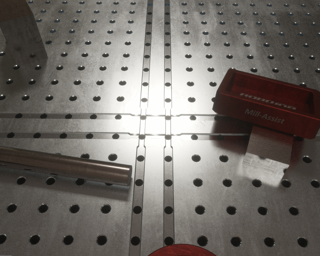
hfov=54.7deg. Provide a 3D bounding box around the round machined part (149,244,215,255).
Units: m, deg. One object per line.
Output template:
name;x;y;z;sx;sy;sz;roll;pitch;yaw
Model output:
round machined part;0.020;0.156;0.266;0.099;0.042;0.098;0;50;0

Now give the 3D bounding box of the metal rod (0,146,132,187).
metal rod;-0.184;0.036;0.375;0.302;0.025;0.025;8;51;6

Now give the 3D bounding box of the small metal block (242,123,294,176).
small metal block;0.135;0.026;0.388;0.050;0.025;0.050;17;52;13

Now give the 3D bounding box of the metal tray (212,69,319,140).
metal tray;0.146;-0.037;0.421;0.130;0.030;0.090;17;35;13

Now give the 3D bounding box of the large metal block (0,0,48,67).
large metal block;-0.230;-0.161;0.505;0.050;0.080;0.080;-23;54;-18
